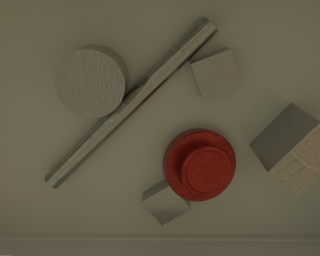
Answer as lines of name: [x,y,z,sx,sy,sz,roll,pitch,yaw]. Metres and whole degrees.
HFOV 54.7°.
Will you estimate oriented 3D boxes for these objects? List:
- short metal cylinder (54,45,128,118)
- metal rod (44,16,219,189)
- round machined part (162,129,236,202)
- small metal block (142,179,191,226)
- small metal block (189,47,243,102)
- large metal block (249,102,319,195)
short metal cylinder: [-0.080,-0.058,0.376,0.081,0.050,0.079,0,110,-1]
metal rod: [-0.046,-0.024,0.401,0.299,0.025,0.025,-43,105,14]
round machined part: [0.056,0.052,0.410,0.099,0.042,0.097,-2,101,-12]
small metal block: [0.009,0.106,0.451,0.050,0.025,0.050,-32,107,11]
small metal block: [0.069,-0.067,0.388,0.050,0.025,0.050,-20,109,6]
large metal block: [0.170,0.023,0.393,0.050,0.080,0.080,37,106,-13]
